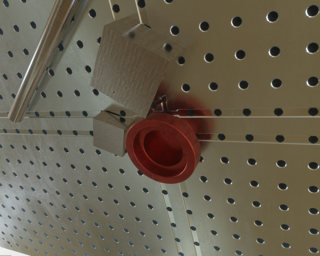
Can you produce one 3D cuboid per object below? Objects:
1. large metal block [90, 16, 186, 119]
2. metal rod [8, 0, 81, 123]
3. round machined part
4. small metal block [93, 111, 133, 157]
[{"bbox_3d":[-0.027,-0.072,0.365,0.080,0.050,0.079,31,128,8],"label":"large metal block"},{"bbox_3d":[-0.164,-0.101,0.434,0.025,0.025,0.298,43,129,-2],"label":"metal rod"},{"bbox_3d":[0.007,0.022,0.410,0.098,0.042,0.097,13,124,21],"label":"round machined part"},{"bbox_3d":[-0.069,0.008,0.453,0.050,0.025,0.050,19,126,16],"label":"small metal block"}]
